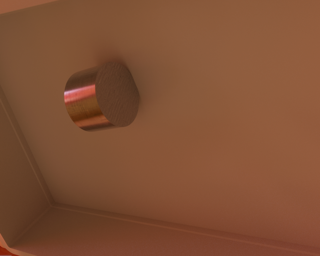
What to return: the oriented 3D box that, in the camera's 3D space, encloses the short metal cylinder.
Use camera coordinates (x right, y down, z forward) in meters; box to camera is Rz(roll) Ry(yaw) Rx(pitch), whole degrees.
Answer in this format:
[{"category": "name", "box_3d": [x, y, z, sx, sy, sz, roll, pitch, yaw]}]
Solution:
[{"category": "short metal cylinder", "box_3d": [-0.071, -0.038, 0.388, 0.050, 0.080, 0.080, -8, 114, 32]}]
